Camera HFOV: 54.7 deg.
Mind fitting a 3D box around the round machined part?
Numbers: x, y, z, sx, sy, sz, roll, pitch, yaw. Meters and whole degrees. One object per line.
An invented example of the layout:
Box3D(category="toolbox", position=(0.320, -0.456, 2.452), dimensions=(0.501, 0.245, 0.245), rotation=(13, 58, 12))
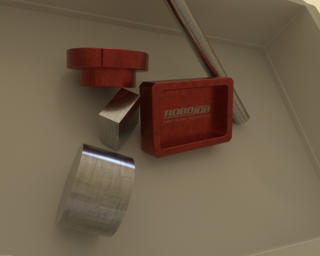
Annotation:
Box3D(category="round machined part", position=(-0.064, -0.071, 0.381), dimensions=(0.099, 0.098, 0.042), rotation=(-2, 99, -30))

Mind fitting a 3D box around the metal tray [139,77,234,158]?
Box3D(category="metal tray", position=(0.038, -0.018, 0.404), dimensions=(0.131, 0.030, 0.089), rotation=(-10, 105, -33))

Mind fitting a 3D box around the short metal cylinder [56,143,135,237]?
Box3D(category="short metal cylinder", position=(-0.063, 0.060, 0.301), dimensions=(0.050, 0.080, 0.080), rotation=(19, 54, -18))

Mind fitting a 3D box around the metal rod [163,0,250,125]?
Box3D(category="metal rod", position=(0.050, -0.125, 0.430), dimensions=(0.299, 0.025, 0.025), rotation=(54, 47, -23))

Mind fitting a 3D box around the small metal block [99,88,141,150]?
Box3D(category="small metal block", position=(-0.047, -0.011, 0.368), dimensions=(0.025, 0.050, 0.050), rotation=(23, 51, 11))
